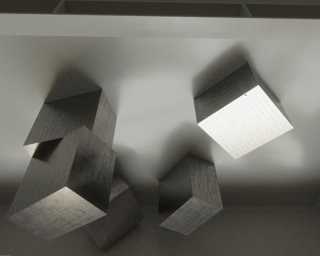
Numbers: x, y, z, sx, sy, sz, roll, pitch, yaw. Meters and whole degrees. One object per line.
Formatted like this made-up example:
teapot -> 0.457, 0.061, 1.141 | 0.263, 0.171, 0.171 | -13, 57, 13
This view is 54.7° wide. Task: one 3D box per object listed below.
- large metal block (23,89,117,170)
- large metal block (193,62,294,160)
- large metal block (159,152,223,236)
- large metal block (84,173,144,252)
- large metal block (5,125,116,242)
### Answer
large metal block -> -0.103, 0.004, 0.375 | 0.080, 0.080, 0.050 | -12, 129, 9
large metal block -> 0.100, -0.018, 0.379 | 0.080, 0.050, 0.080 | -34, 123, 25
large metal block -> 0.041, 0.097, 0.457 | 0.050, 0.080, 0.080 | 27, 125, -21
large metal block -> -0.081, 0.125, 0.473 | 0.080, 0.050, 0.080 | -35, 133, -22
large metal block -> -0.096, 0.056, 0.314 | 0.080, 0.080, 0.050 | -29, 125, 22
